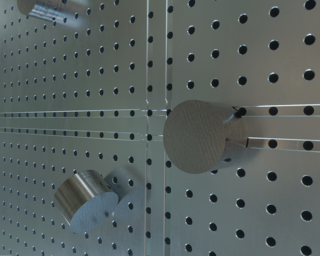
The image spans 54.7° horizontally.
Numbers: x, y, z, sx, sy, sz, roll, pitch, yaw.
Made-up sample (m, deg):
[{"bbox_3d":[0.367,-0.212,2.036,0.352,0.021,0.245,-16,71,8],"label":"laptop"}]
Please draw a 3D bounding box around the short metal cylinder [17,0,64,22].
[{"bbox_3d":[-0.223,-0.245,0.577,0.080,0.050,0.079,0,90,40],"label":"short metal cylinder"}]

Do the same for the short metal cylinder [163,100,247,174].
[{"bbox_3d":[0.050,0.009,0.351,0.080,0.050,0.079,0,90,40],"label":"short metal cylinder"}]

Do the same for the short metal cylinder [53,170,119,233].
[{"bbox_3d":[-0.110,0.110,0.465,0.050,0.081,0.079,41,115,32],"label":"short metal cylinder"}]
